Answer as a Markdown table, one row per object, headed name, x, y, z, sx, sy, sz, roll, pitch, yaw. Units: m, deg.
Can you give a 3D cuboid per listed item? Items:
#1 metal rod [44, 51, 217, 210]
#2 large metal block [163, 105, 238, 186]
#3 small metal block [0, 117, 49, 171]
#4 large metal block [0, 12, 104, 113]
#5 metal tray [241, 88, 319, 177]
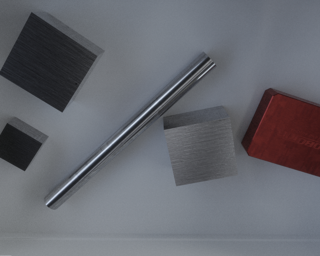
| name | x | y | z | sx | sy | sz | roll | pitch | yaw |
| --- | --- | --- | --- | --- | --- | --- | --- | --- | --- |
| metal rod | -0.048 | 0.011 | 0.414 | 0.300 | 0.025 | 0.025 | -41 | 105 | 13 |
| large metal block | 0.052 | 0.023 | 0.407 | 0.080 | 0.050 | 0.079 | -11 | 110 | 3 |
| small metal block | -0.188 | 0.022 | 0.417 | 0.050 | 0.025 | 0.050 | 34 | 106 | -12 |
| large metal block | -0.125 | -0.079 | 0.367 | 0.080 | 0.050 | 0.080 | 33 | 107 | -12 |
| metal tray | 0.188 | 0.009 | 0.415 | 0.131 | 0.030 | 0.089 | 17 | 109 | -7 |
